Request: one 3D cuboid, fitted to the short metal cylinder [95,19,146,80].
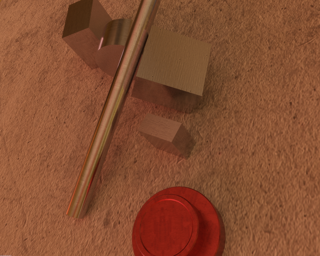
[{"bbox_3d":[-0.051,-0.116,0.465,0.080,0.080,0.050,-5,60,25],"label":"short metal cylinder"}]

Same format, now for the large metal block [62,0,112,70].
[{"bbox_3d":[-0.114,-0.160,0.524,0.050,0.080,0.080,-14,56,20],"label":"large metal block"}]

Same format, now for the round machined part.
[{"bbox_3d":[0.014,0.107,0.319,0.098,0.042,0.098,-13,56,20],"label":"round machined part"}]

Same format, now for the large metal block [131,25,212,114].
[{"bbox_3d":[0.015,-0.074,0.400,0.080,0.050,0.080,16,65,-6],"label":"large metal block"}]

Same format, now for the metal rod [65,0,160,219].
[{"bbox_3d":[-0.060,-0.031,0.403,0.025,0.025,0.299,16,85,34],"label":"metal rod"}]

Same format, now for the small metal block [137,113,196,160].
[{"bbox_3d":[0.009,0.010,0.376,0.050,0.050,0.025,18,72,34],"label":"small metal block"}]
